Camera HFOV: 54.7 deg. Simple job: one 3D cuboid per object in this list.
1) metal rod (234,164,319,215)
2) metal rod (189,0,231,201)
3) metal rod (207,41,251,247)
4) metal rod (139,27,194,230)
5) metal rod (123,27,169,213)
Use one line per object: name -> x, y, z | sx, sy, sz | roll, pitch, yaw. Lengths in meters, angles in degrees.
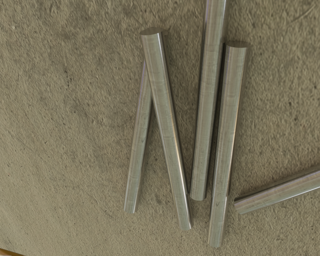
metal rod -> 0.203, 0.036, 0.321 | 0.025, 0.025, 0.299 | 49, 129, -7
metal rod -> 0.055, -0.033, 0.357 | 0.025, 0.025, 0.298 | 14, 124, 20
metal rod -> 0.081, 0.043, 0.390 | 0.025, 0.025, 0.298 | 13, 124, 21
metal rod -> 0.016, 0.024, 0.396 | 0.025, 0.025, 0.298 | 6, 127, 25
metal rod -> -0.026, 0.012, 0.427 | 0.025, 0.025, 0.298 | 22, 127, 15
